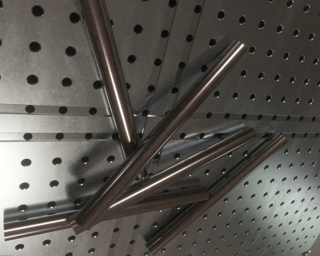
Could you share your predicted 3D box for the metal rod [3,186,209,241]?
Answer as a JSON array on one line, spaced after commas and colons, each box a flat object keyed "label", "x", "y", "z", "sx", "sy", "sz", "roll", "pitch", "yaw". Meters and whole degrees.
[{"label": "metal rod", "x": -0.059, "y": 0.119, "z": 0.453, "sx": 0.303, "sy": 0.025, "sz": 0.025, "roll": -4, "pitch": 120, "yaw": -27}]

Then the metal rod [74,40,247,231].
[{"label": "metal rod", "x": 0.004, "y": 0.005, "z": 0.392, "sx": 0.300, "sy": 0.025, "sz": 0.025, "roll": -48, "pitch": 130, "yaw": -5}]

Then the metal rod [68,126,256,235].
[{"label": "metal rod", "x": 0.017, "y": 0.067, "z": 0.448, "sx": 0.302, "sy": 0.025, "sz": 0.025, "roll": -25, "pitch": 128, "yaw": -20}]

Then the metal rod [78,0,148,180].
[{"label": "metal rod", "x": -0.052, "y": -0.054, "z": 0.349, "sx": 0.025, "sy": 0.025, "sz": 0.298, "roll": -22, "pitch": 127, "yaw": -15}]

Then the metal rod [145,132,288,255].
[{"label": "metal rod", "x": 0.099, "y": 0.112, "z": 0.537, "sx": 0.300, "sy": 0.025, "sz": 0.025, "roll": -40, "pitch": 130, "yaw": -2}]
